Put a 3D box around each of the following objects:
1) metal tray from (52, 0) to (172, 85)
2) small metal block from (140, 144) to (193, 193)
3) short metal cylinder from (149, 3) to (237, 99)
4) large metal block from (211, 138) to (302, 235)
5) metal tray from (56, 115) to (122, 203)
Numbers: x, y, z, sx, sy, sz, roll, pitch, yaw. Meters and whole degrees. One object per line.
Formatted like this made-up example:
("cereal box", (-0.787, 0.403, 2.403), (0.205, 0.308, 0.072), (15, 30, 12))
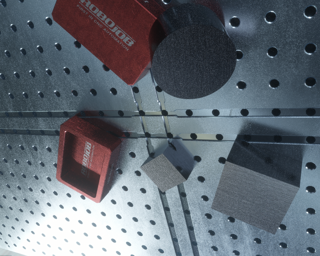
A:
("metal tray", (-0.055, -0.124, 0.359), (0.130, 0.030, 0.090), (41, 129, -1))
("small metal block", (0.009, 0.058, 0.441), (0.050, 0.025, 0.050), (49, 128, -7))
("short metal cylinder", (0.030, -0.076, 0.309), (0.081, 0.050, 0.079), (-4, 132, -4))
("large metal block", (0.116, 0.070, 0.377), (0.080, 0.050, 0.079), (20, 126, 16))
("metal tray", (-0.119, 0.053, 0.501), (0.090, 0.030, 0.129), (27, 128, 11))
